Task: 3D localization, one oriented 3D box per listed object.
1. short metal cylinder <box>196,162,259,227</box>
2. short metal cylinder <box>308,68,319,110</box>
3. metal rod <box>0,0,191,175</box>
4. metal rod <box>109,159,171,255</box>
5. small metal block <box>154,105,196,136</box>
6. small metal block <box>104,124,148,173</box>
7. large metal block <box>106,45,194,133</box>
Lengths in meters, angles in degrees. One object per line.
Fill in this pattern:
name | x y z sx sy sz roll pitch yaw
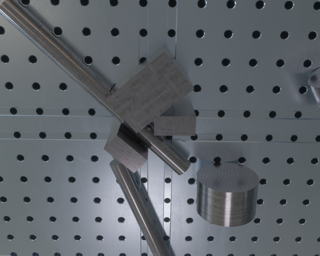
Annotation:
short metal cylinder | 0.089 0.087 0.417 0.080 0.080 0.050 -1 110 0
short metal cylinder | 0.227 -0.049 0.368 0.080 0.080 0.050 -29 108 10
metal rod | -0.072 -0.043 0.396 0.025 0.025 0.300 -43 105 14
metal rod | -0.006 0.176 0.478 0.025 0.025 0.299 -19 109 7
small metal block | 0.018 -0.011 0.396 0.050 0.050 0.025 1 110 0
small metal block | -0.043 0.025 0.409 0.050 0.050 0.025 41 105 -14
large metal block | -0.011 -0.050 0.366 0.080 0.080 0.050 -37 106 12
